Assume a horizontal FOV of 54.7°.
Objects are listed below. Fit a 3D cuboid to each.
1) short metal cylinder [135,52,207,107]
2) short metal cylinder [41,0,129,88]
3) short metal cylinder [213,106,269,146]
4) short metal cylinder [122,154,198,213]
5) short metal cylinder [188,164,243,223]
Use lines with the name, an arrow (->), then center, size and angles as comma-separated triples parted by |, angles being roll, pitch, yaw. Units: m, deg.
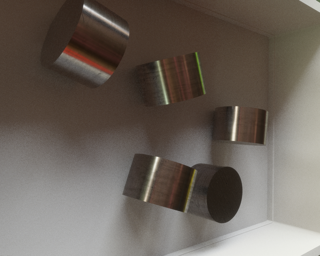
short metal cylinder -> 0.014, -0.061, 0.385 | 0.081, 0.080, 0.050 | -22, 104, -38
short metal cylinder -> -0.076, -0.086, 0.309 | 0.050, 0.080, 0.080 | 24, 75, -38
short metal cylinder -> 0.123, -0.002, 0.477 | 0.081, 0.080, 0.050 | 10, 84, -40
short metal cylinder -> 0.001, 0.067, 0.374 | 0.080, 0.080, 0.050 | 26, 74, -37
short metal cylinder -> 0.077, 0.094, 0.458 | 0.081, 0.050, 0.079 | 0, 90, -40
